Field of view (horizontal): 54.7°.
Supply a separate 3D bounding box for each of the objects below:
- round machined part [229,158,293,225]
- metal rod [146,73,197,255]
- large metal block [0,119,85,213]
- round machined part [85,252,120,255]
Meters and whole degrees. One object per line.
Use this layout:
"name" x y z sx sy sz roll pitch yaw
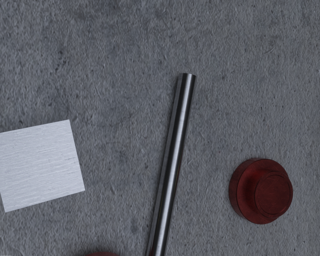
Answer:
"round machined part" 0.155 0.094 0.458 0.099 0.042 0.097 0 90 -20
"metal rod" 0.012 0.075 0.413 0.025 0.025 0.298 12 86 -20
"large metal block" -0.135 0.038 0.346 0.081 0.050 0.080 -13 95 -20
"round machined part" -0.075 0.198 0.373 0.099 0.042 0.097 0 90 -20
